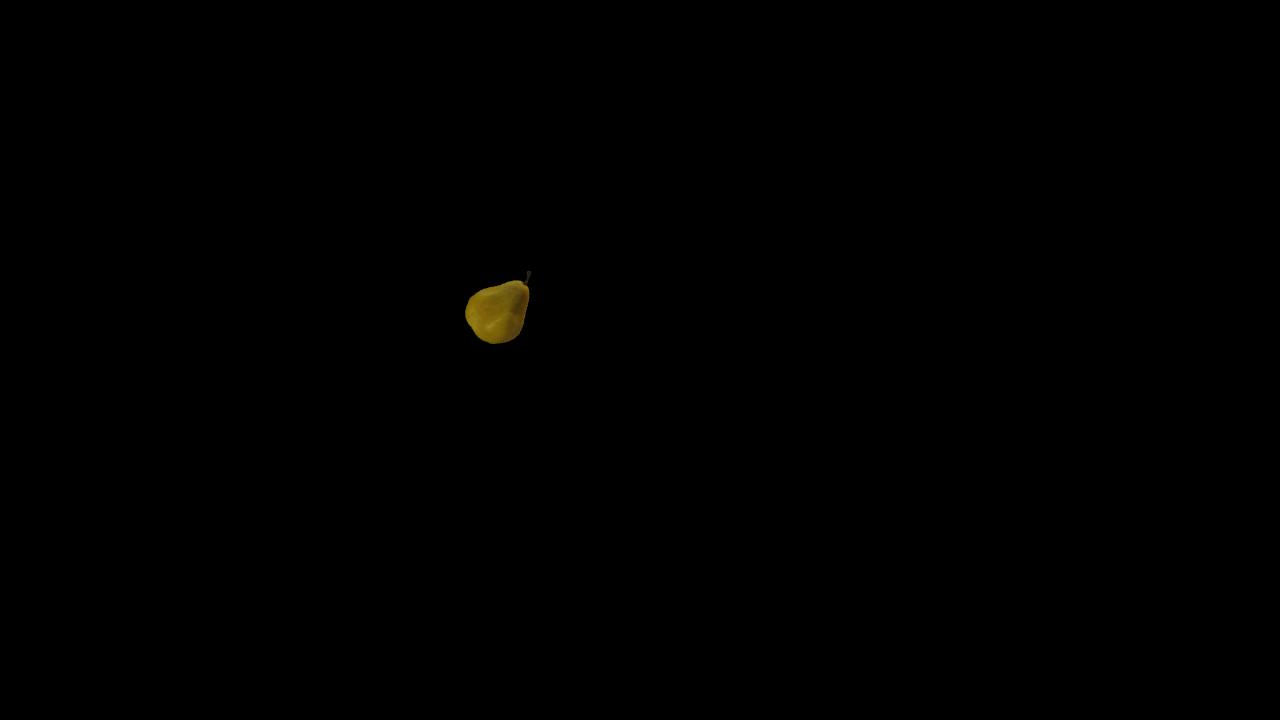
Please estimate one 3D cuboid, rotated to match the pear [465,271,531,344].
[{"bbox_3d":[-0.179,-0.073,0.838,0.111,0.080,0.080,-33,-8,13],"label":"pear"}]
